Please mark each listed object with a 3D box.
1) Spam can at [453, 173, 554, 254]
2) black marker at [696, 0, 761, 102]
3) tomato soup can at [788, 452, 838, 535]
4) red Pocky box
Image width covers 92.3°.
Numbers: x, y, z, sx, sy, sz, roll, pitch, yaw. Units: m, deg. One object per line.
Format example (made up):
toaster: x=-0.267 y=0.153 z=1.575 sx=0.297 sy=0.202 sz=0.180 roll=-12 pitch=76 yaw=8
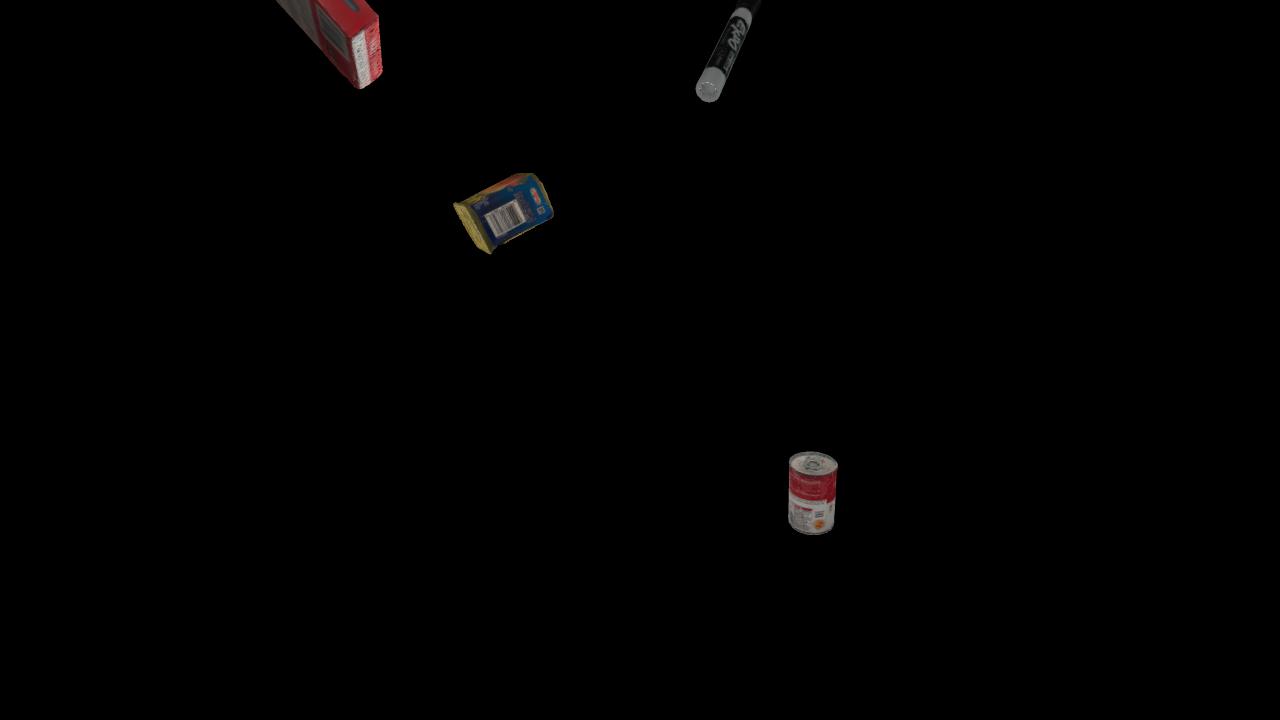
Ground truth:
Spam can: x=-0.152 y=-0.166 z=0.687 sx=0.085 sy=0.058 sz=0.101 roll=-32 pitch=27 yaw=-13
black marker: x=0.069 y=-0.243 z=0.469 sx=0.020 sy=0.121 sz=0.020 roll=18 pitch=-26 yaw=9
tomato soup can: x=0.249 y=0.193 z=0.891 sx=0.068 sy=0.101 sz=0.068 roll=-3 pitch=20 yaw=1
red Pocky box: x=-0.235 y=-0.263 z=0.404 sx=0.028 sy=0.155 sz=0.083 roll=-46 pitch=15 yaw=-15
